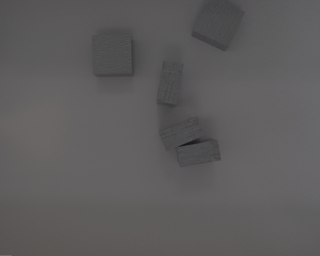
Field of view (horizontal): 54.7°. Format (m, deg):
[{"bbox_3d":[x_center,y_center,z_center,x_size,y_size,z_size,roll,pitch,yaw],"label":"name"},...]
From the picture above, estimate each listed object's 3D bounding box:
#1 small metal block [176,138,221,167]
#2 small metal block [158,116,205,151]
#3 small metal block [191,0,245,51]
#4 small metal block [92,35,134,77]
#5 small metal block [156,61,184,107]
[{"bbox_3d":[0.047,0.031,0.399,0.050,0.050,0.025,-10,90,0],"label":"small metal block"},{"bbox_3d":[0.026,0.007,0.399,0.050,0.050,0.025,-23,90,0],"label":"small metal block"},{"bbox_3d":[0.077,-0.138,0.412,0.050,0.025,0.050,25,90,0],"label":"small metal block"},{"bbox_3d":[-0.062,-0.095,0.411,0.050,0.025,0.050,-1,90,0],"label":"small metal block"},{"bbox_3d":[0.012,-0.055,0.399,0.025,0.050,0.050,10,90,0],"label":"small metal block"}]
